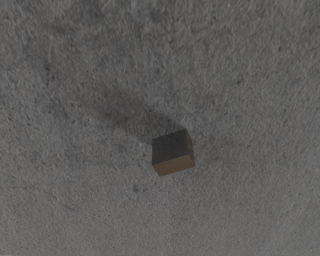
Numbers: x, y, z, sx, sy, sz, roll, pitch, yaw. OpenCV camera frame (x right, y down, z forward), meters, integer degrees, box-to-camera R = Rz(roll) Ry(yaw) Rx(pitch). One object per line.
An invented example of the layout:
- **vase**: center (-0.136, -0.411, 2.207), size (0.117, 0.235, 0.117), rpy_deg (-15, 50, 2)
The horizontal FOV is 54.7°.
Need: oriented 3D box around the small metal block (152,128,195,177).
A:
- **small metal block**: center (0.018, 0.033, 0.419), size (0.050, 0.050, 0.025), rpy_deg (-18, 128, 14)
